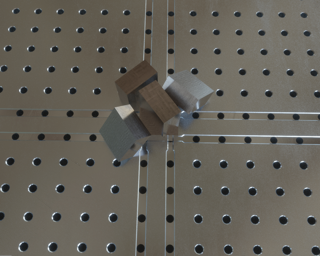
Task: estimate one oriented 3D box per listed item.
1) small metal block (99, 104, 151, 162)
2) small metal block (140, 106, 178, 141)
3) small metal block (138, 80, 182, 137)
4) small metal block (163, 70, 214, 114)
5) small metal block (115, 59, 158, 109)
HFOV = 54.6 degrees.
[{"bbox_3d":[-0.045,0.007,0.393,0.025,0.050,0.050,-17,66,-46],"label":"small metal block"},{"bbox_3d":[-0.002,-0.010,0.415,0.050,0.025,0.050,1,70,-1],"label":"small metal block"},{"bbox_3d":[-0.001,-0.023,0.380,0.025,0.050,0.050,-34,74,-12],"label":"small metal block"},{"bbox_3d":[0.037,-0.050,0.416,0.050,0.025,0.050,41,35,13],"label":"small metal block"},{"bbox_3d":[-0.030,-0.057,0.419,0.050,0.050,0.025,-39,75,-13],"label":"small metal block"}]
